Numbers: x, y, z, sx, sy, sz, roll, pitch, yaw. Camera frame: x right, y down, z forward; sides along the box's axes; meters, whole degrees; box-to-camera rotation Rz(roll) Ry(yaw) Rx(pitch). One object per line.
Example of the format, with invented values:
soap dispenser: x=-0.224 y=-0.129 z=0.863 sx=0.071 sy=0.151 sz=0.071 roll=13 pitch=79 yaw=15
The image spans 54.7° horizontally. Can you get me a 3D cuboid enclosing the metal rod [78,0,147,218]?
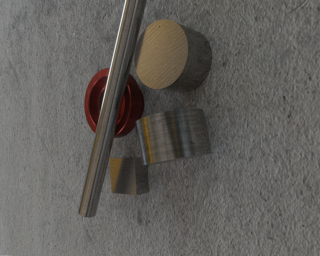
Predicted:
metal rod: x=-0.065 y=-0.022 z=0.403 sx=0.025 sy=0.025 sz=0.298 roll=25 pitch=105 yaw=37

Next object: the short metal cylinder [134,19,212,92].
short metal cylinder: x=0.015 y=-0.085 z=0.376 sx=0.080 sy=0.050 sz=0.079 roll=0 pitch=90 yaw=40

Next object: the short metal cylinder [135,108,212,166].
short metal cylinder: x=0.015 y=0.012 z=0.357 sx=0.080 sy=0.081 sz=0.050 roll=-17 pitch=79 yaw=39

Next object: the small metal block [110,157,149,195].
small metal block: x=-0.044 y=0.067 z=0.441 sx=0.050 sy=0.025 sz=0.050 roll=-5 pitch=87 yaw=40

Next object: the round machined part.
round machined part: x=-0.061 y=-0.035 z=0.445 sx=0.098 sy=0.042 sz=0.097 roll=0 pitch=90 yaw=40
